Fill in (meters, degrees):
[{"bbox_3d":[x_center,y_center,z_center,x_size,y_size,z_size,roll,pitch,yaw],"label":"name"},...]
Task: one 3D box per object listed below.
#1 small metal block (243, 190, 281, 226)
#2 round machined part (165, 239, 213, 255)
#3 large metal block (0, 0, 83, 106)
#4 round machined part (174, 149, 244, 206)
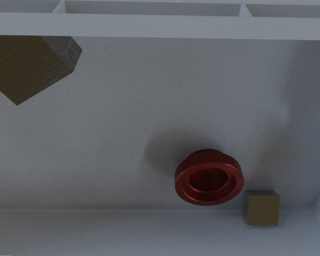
[{"bbox_3d":[0.166,0.131,0.508,0.050,0.025,0.050,2,97,-2],"label":"small metal block"},{"bbox_3d":[0.060,0.271,0.633,0.099,0.042,0.097,-1,130,0],"label":"round machined part"},{"bbox_3d":[-0.143,-0.082,0.321,0.080,0.050,0.080,-25,126,19],"label":"large metal block"},{"bbox_3d":[0.071,0.069,0.458,0.099,0.042,0.097,-1,130,0],"label":"round machined part"}]
